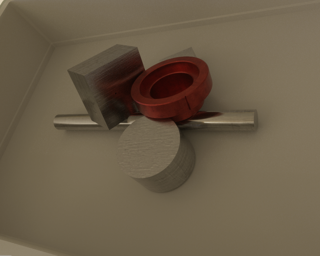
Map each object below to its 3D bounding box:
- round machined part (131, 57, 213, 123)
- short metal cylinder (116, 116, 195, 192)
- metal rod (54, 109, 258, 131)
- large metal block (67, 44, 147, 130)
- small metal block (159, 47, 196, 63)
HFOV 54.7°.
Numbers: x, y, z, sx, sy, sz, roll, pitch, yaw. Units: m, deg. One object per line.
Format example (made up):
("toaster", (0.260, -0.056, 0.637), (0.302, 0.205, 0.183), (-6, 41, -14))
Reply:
("round machined part", (0.017, -0.044, 0.385), (0.098, 0.042, 0.098), (-15, 39, 12))
("short metal cylinder", (-0.004, 0.030, 0.369), (0.080, 0.050, 0.080), (-13, 56, 20))
("metal rod", (-0.025, -0.009, 0.419), (0.300, 0.025, 0.025), (0, 62, 27))
("large metal block", (-0.063, -0.057, 0.416), (0.080, 0.080, 0.050), (-36, 36, -25))
("small metal block", (0.029, -0.080, 0.437), (0.050, 0.025, 0.050), (-19, 54, 16))
